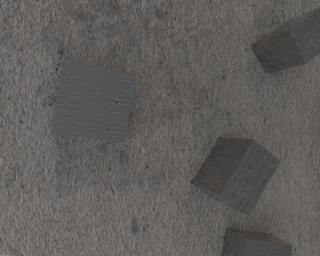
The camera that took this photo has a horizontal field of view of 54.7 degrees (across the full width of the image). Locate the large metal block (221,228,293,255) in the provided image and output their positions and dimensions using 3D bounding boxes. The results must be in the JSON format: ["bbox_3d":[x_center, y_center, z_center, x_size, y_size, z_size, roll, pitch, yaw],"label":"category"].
[{"bbox_3d":[0.135,0.196,0.446,0.081,0.050,0.080,14,85,-20],"label":"large metal block"}]

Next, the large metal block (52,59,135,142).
[{"bbox_3d":[-0.080,-0.029,0.366,0.081,0.050,0.080,9,87,-20],"label":"large metal block"}]

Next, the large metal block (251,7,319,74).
[{"bbox_3d":[0.197,-0.127,0.452,0.080,0.080,0.050,-35,102,-17],"label":"large metal block"}]

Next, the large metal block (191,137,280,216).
[{"bbox_3d":[0.098,0.060,0.416,0.050,0.080,0.080,37,78,-16],"label":"large metal block"}]
